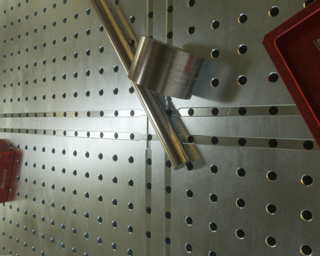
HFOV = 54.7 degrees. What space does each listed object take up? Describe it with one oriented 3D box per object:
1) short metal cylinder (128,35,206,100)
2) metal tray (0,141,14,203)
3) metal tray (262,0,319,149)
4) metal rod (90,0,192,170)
[{"bbox_3d":[0.008,-0.072,0.367,0.080,0.081,0.050,32,110,35],"label":"short metal cylinder"},{"bbox_3d":[-0.383,0.100,0.722,0.090,0.030,0.129,24,105,37],"label":"metal tray"},{"bbox_3d":[0.161,-0.050,0.272,0.090,0.030,0.130,-33,70,35],"label":"metal tray"},{"bbox_3d":[-0.035,-0.079,0.437,0.025,0.025,0.299,-41,65,32],"label":"metal rod"}]
